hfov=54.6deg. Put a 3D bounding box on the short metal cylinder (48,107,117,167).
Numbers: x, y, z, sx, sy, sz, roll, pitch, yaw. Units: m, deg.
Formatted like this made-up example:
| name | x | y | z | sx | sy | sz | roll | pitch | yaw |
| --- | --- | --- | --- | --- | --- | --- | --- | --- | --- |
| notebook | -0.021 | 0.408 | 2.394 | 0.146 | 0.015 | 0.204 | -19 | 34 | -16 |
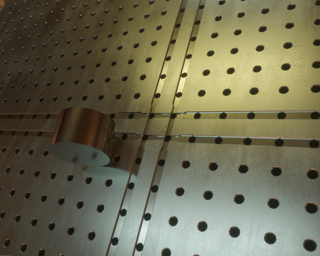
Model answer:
| name | x | y | z | sx | sy | sz | roll | pitch | yaw |
| --- | --- | --- | --- | --- | --- | --- | --- | --- | --- |
| short metal cylinder | -0.103 | 0.014 | 0.419 | 0.080 | 0.080 | 0.050 | -6 | 59 | 25 |
